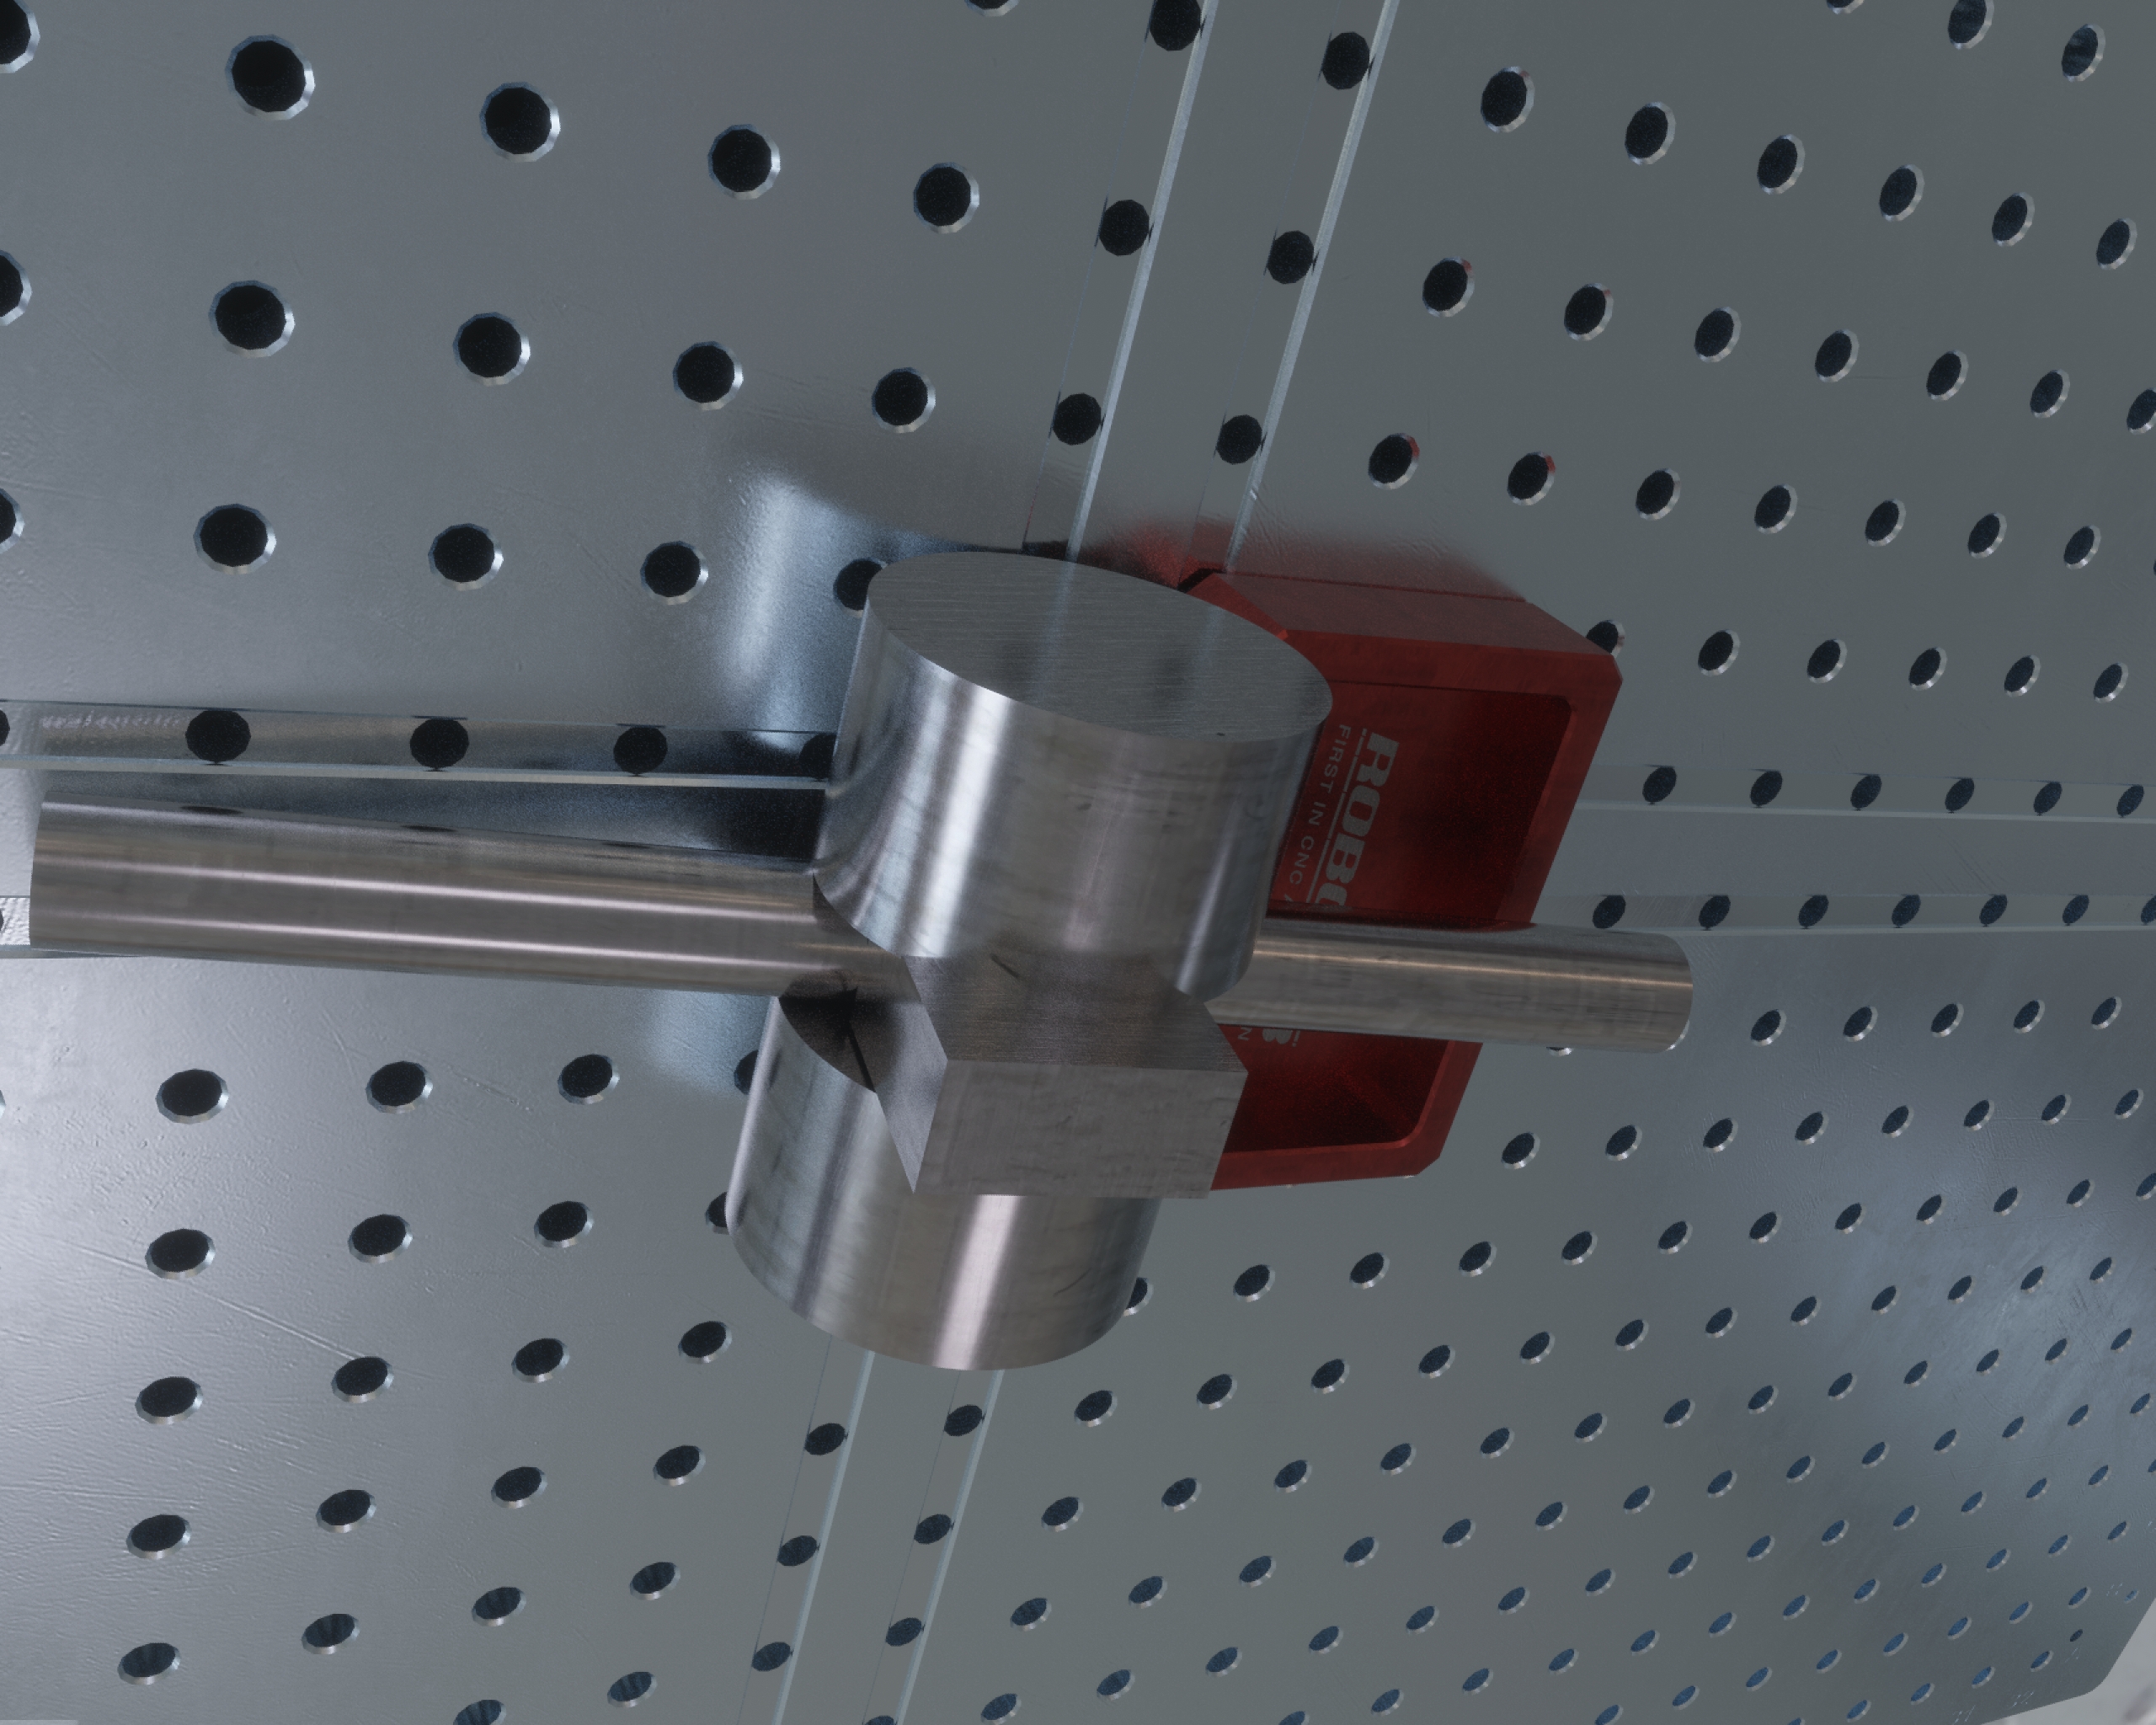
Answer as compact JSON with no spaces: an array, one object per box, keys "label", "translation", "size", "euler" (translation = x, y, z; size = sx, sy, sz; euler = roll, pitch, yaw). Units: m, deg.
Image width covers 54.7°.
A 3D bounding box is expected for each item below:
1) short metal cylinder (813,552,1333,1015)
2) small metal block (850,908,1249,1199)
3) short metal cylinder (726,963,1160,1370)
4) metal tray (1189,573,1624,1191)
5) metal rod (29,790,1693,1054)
[{"label":"short metal cylinder","translation":[-0.002,-0.016,0.363],"size":[0.081,0.080,0.050],"euler":[1,118,-29]},{"label":"small metal block","translation":[-0.006,0.031,0.349],"size":[0.050,0.050,0.025],"euler":[5,116,-21]},{"label":"short metal cylinder","translation":[-0.022,0.050,0.394],"size":[0.081,0.080,0.050],"euler":[1,118,-29]},{"label":"metal tray","translation":[0.052,0.008,0.441],"size":[0.091,0.030,0.129],"euler":[1,118,-29]},{"label":"metal rod","translation":[-0.021,0.014,0.378],"size":[0.302,0.025,0.025],"euler":[5,116,-21]}]
